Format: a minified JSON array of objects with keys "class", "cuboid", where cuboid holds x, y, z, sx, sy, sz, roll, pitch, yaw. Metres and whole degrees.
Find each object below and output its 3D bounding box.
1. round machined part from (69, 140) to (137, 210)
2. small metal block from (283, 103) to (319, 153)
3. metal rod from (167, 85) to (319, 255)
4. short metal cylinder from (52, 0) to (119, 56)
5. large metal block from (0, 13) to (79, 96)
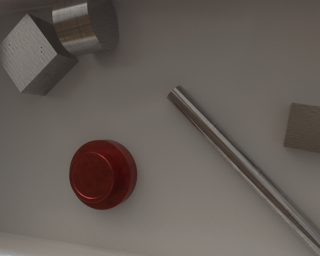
[{"class":"round machined part","cuboid":[-0.085,0.065,0.430,0.098,0.042,0.097,0,90,19]},{"class":"small metal block","cuboid":[0.171,0.001,0.350,0.050,0.025,0.050,11,94,19]},{"class":"metal rod","cuboid":[0.116,0.062,0.369,0.025,0.025,0.300,-46,76,14]},{"class":"short metal cylinder","cuboid":[-0.096,-0.141,0.414,0.050,0.080,0.080,-6,88,20]},{"class":"large metal block","cuboid":[-0.183,-0.106,0.460,0.080,0.050,0.080,-41,78,15]}]
